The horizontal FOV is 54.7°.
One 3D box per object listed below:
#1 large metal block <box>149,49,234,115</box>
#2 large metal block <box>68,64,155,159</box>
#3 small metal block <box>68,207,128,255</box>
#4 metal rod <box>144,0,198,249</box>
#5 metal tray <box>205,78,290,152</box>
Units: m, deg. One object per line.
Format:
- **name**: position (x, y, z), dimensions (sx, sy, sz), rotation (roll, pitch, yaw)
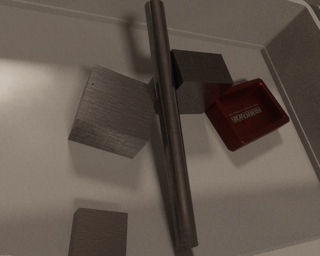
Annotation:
- **large metal block**: position (0.040, -0.060, 0.430), dimensions (0.081, 0.080, 0.050), rotation (-3, 63, -30)
- **large metal block**: position (-0.055, -0.019, 0.372), dimensions (0.081, 0.050, 0.080), rotation (19, 54, -17)
- **small metal block**: position (-0.061, 0.110, 0.307), dimensions (0.050, 0.025, 0.050), rotation (13, 56, -21)
- **metal rod**: position (0.011, -0.014, 0.373), dimensions (0.025, 0.025, 0.298), rotation (-1, 77, -29)
- **metal tray**: position (0.139, -0.025, 0.494), dimensions (0.131, 0.030, 0.090), rotation (-20, 72, -36)
